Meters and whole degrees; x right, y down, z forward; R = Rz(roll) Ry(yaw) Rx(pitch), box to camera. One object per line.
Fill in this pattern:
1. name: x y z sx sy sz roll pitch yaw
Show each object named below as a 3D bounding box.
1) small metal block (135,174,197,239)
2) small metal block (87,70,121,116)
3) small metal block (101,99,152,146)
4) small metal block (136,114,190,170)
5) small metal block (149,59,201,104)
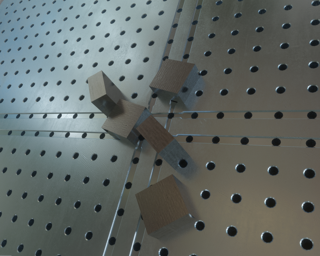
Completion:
1. small metal block: 0.006 0.089 0.350 0.050 0.025 0.050 -30 52 8
2. small metal block: -0.081 -0.049 0.463 0.025 0.050 0.050 -26 53 12
3. small metal block: -0.046 -0.009 0.436 0.050 0.025 0.050 20 72 35
4. small metal block: 0.004 0.018 0.378 0.025 0.050 0.050 -43 51 -1
5. small metal block: 0.021 -0.067 0.437 0.050 0.025 0.050 20 72 35
